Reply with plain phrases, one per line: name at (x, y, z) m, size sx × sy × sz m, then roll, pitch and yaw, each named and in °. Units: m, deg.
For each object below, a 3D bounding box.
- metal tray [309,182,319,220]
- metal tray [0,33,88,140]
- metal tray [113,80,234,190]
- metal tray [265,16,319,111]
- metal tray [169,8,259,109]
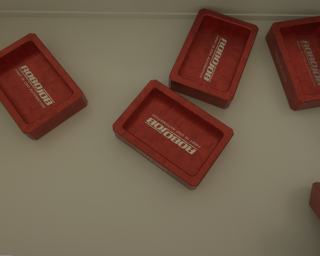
metal tray at (0.221, 0.098, 0.317) m, size 0.090 × 0.130 × 0.030 m, roll 5°, pitch 103°, yaw 7°
metal tray at (-0.175, -0.059, 0.427) m, size 0.090 × 0.030 × 0.130 m, roll -37°, pitch 74°, yaw -13°
metal tray at (0.016, 0.007, 0.404) m, size 0.130 × 0.030 × 0.090 m, roll 35°, pitch 73°, yaw 11°
metal tray at (0.216, -0.095, 0.442) m, size 0.091 × 0.030 × 0.130 m, roll -10°, pitch 70°, yaw -4°
metal tray at (0.077, -0.102, 0.444) m, size 0.090 × 0.030 × 0.130 m, roll 21°, pitch 71°, yaw 7°
